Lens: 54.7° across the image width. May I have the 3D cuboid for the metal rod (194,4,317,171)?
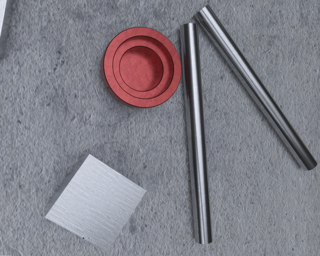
[{"bbox_3d":[0.150,-0.052,0.465,0.025,0.025,0.300,-43,104,-15],"label":"metal rod"}]

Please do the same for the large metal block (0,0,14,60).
[{"bbox_3d":[-0.202,-0.124,0.321,0.081,0.050,0.080,9,87,-20],"label":"large metal block"}]

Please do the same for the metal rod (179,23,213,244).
[{"bbox_3d":[0.050,0.009,0.428,0.025,0.025,0.298,-5,92,-20],"label":"metal rod"}]

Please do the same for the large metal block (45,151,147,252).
[{"bbox_3d":[-0.077,0.084,0.368,0.080,0.050,0.080,37,78,-17],"label":"large metal block"}]

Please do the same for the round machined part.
[{"bbox_3d":[-0.026,-0.073,0.391,0.099,0.042,0.097,0,90,-21],"label":"round machined part"}]
